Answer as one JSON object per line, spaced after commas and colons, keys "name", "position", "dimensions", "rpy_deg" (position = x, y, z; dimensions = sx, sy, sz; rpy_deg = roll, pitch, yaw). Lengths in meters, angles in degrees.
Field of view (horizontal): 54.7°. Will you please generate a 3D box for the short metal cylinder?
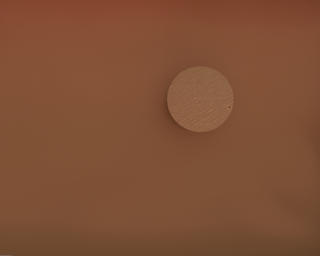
{"name": "short metal cylinder", "position": [0.049, -0.035, 0.400], "dimensions": [0.081, 0.050, 0.079], "rpy_deg": [0, 90, -1]}
